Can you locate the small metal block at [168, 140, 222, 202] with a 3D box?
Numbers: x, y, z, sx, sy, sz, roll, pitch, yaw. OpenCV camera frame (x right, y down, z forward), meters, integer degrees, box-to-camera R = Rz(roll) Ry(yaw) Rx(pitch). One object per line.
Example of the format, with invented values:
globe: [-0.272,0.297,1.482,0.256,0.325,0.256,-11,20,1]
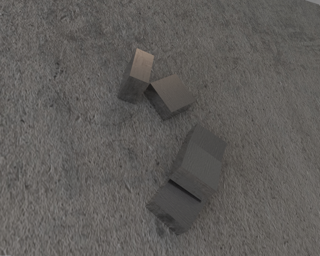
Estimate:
small metal block: [0.043,0.050,0.368,0.050,0.025,0.050,36,37,-7]

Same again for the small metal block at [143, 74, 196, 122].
small metal block: [0.014,-0.044,0.438,0.050,0.025,0.050,-27,77,-37]

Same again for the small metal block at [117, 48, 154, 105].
small metal block: [-0.033,-0.068,0.411,0.025,0.050,0.050,21,54,-16]

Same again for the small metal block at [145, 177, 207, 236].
small metal block: [0.020,0.087,0.361,0.050,0.025,0.050,42,51,1]

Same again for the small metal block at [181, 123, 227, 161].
small metal block: [0.057,0.030,0.416,0.050,0.025,0.050,34,51,-6]
